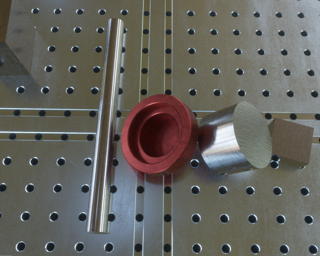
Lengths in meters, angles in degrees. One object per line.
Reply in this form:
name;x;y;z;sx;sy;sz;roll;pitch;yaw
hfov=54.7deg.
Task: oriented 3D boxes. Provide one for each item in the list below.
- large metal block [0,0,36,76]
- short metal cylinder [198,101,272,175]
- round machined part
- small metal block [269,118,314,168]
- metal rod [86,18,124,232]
large metal block;-0.215;-0.127;0.426;0.050;0.080;0.080;-2;70;-1
short metal cylinder;0.091;0.014;0.373;0.080;0.050;0.080;19;62;-39
round machined part;0.003;0.011;0.384;0.098;0.042;0.098;-11;68;29
small metal block;0.168;0.020;0.407;0.050;0.025;0.050;16;71;5
metal rod;-0.071;-0.018;0.417;0.025;0.025;0.299;2;70;0
